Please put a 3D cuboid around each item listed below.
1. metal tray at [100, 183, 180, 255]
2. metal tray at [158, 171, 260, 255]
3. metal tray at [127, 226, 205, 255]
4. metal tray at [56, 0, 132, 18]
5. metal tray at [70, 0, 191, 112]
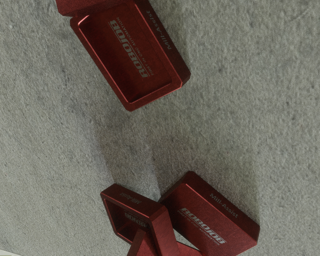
[{"bbox_3d":[-0.034,0.145,0.476,0.130,0.030,0.089,10,122,47],"label":"metal tray"},{"bbox_3d":[0.065,0.132,0.450,0.130,0.030,0.089,39,129,1],"label":"metal tray"},{"bbox_3d":[0.012,0.214,0.461,0.131,0.090,0.030,30,163,-19],"label":"metal tray"},{"bbox_3d":[-0.072,-0.186,0.304,0.090,0.030,0.129,-6,101,30],"label":"metal tray"},{"bbox_3d":[-0.035,-0.092,0.363,0.090,0.030,0.130,-23,107,36],"label":"metal tray"}]
